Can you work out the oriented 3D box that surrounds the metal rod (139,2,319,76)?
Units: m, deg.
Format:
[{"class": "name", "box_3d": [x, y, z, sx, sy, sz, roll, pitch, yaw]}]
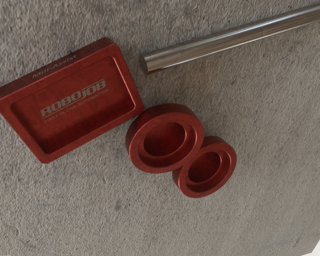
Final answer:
[{"class": "metal rod", "box_3d": [0.117, -0.122, 0.395, 0.302, 0.025, 0.025, -20, 126, -17]}]

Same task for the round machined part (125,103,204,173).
[{"class": "round machined part", "box_3d": [0.003, 0.009, 0.397, 0.099, 0.042, 0.097, -12, 130, -15]}]

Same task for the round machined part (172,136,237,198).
[{"class": "round machined part", "box_3d": [0.061, 0.053, 0.463, 0.099, 0.042, 0.097, -14, 125, -21]}]

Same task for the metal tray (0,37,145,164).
[{"class": "metal tray", "box_3d": [-0.091, -0.029, 0.335, 0.131, 0.030, 0.090, -29, 128, -10]}]
